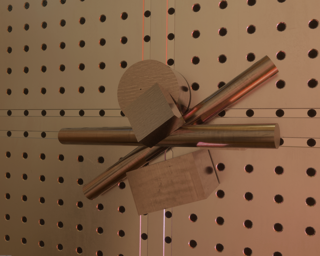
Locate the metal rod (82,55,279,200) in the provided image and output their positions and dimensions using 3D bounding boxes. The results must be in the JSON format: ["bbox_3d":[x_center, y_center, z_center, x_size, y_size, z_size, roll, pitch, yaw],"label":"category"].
[{"bbox_3d":[0.015,0.009,0.404,0.300,0.025,0.025,-36,79,16],"label":"metal rod"}]

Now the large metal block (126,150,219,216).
[{"bbox_3d":[0.018,0.061,0.372,0.080,0.080,0.050,-19,84,19],"label":"large metal block"}]

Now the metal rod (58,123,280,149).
[{"bbox_3d":[-0.014,0.010,0.376,0.300,0.025,0.025,-1,90,33],"label":"metal rod"}]

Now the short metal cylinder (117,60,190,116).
[{"bbox_3d":[-0.007,-0.043,0.398,0.080,0.050,0.079,0,89,20],"label":"short metal cylinder"}]

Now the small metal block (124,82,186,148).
[{"bbox_3d":[-0.007,-0.014,0.349,0.050,0.025,0.050,-37,56,16],"label":"small metal block"}]

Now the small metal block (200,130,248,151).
[{"bbox_3d":[0.078,0.012,0.368,0.050,0.050,0.025,0,90,21],"label":"small metal block"}]
